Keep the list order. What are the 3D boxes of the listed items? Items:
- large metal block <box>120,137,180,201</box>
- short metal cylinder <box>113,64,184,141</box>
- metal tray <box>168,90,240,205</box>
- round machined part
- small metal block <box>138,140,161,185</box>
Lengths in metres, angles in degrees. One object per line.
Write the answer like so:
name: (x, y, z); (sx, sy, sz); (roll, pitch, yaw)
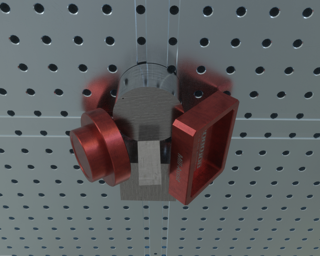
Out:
large metal block: (-0.015, 0.060, 0.446); (0.081, 0.050, 0.079); (2, 130, -2)
short metal cylinder: (-0.013, -0.029, 0.369); (0.081, 0.050, 0.079); (0, 130, 0)
metal tray: (0.054, 0.027, 0.394); (0.030, 0.091, 0.129); (32, 139, 31)
round machined part: (-0.078, 0.028, 0.381); (0.042, 0.098, 0.097); (-22, 136, -26)
small metal block: (-0.013, 0.043, 0.376); (0.025, 0.050, 0.050); (-2, 172, -2)
